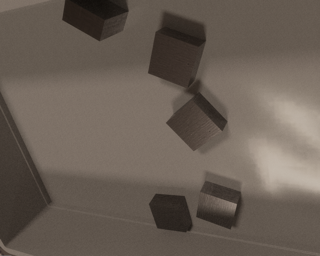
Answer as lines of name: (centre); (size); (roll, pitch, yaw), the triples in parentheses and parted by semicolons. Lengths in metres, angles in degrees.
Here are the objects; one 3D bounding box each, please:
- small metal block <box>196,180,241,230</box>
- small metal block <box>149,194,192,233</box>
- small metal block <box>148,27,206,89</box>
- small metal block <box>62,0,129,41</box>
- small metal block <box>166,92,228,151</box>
small metal block: (0.081, 0.107, 0.431); (0.050, 0.025, 0.050); (15, 125, 19)
small metal block: (0.017, 0.131, 0.480); (0.050, 0.025, 0.050); (-2, 118, 29)
small metal block: (0.018, -0.080, 0.349); (0.050, 0.025, 0.050); (23, 127, 13)
small metal block: (-0.072, -0.127, 0.350); (0.050, 0.050, 0.025); (31, 128, 8)
small metal block: (0.045, -0.007, 0.380); (0.050, 0.025, 0.050); (46, 129, -4)
